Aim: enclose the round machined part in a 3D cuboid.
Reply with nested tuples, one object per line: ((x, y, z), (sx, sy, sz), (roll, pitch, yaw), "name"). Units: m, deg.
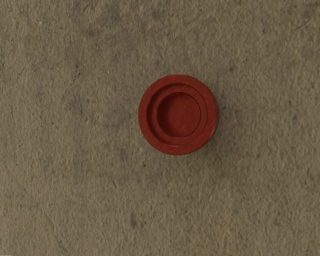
((0.026, -0.016, 0.390), (0.098, 0.042, 0.097), (0, 90, 19), "round machined part")
